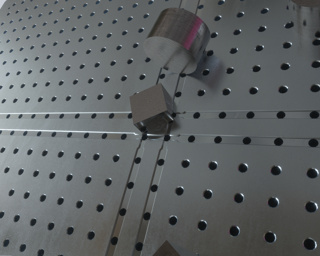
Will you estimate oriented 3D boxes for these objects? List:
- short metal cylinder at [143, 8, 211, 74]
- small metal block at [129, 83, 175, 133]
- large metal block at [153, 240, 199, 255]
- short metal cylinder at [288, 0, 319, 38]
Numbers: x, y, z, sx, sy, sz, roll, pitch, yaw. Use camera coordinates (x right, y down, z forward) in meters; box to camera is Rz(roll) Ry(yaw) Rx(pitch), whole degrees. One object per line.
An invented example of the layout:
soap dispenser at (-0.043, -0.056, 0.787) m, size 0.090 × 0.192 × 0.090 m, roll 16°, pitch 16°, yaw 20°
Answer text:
short metal cylinder at (0.024, -0.120, 0.434) m, size 0.080 × 0.080 × 0.050 m, roll 14°, pitch 69°, yaw 33°
small metal block at (-0.012, -0.028, 0.432) m, size 0.050 × 0.025 × 0.050 m, roll -22°, pitch 53°, yaw 14°
large metal block at (0.010, 0.154, 0.273) m, size 0.080 × 0.080 × 0.050 m, roll -47°, pitch 51°, yaw -5°
short metal cylinder at (0.203, -0.160, 0.384) m, size 0.080 × 0.050 × 0.080 m, roll -13°, pitch 56°, yaw 21°
